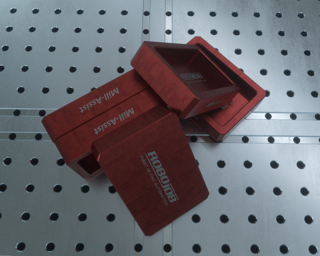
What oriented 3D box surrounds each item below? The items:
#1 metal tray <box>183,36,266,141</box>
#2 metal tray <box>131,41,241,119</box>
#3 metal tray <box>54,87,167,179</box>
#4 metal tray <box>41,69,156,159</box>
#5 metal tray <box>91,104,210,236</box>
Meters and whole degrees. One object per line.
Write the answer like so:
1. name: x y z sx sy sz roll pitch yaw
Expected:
1. metal tray: 0.066 -0.056 0.429 0.090 0.030 0.130 -42 76 -14
2. metal tray: 0.037 -0.062 0.375 0.090 0.030 0.131 49 32 15
3. metal tray: -0.049 0.008 0.372 0.131 0.090 0.030 -31 73 -11
4. metal tray: -0.066 -0.016 0.382 0.131 0.090 0.030 -31 73 -11
5. metal tray: -0.006 0.050 0.344 0.090 0.129 0.030 -31 32 -11
